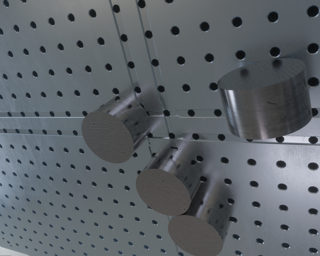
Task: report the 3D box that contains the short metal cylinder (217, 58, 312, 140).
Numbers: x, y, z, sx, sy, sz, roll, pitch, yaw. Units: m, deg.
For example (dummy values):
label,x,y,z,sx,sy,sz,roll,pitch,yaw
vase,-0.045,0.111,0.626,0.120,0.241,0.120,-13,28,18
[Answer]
label,x,y,z,sx,sy,sz,roll,pitch,yaw
short metal cylinder,0.102,-0.030,0.303,0.080,0.080,0.050,-5,116,30

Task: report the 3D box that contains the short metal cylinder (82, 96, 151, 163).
label,x,y,z,sx,sy,sz,roll,pitch,yaw
short metal cylinder,-0.060,0.002,0.428,0.080,0.050,0.079,13,124,21

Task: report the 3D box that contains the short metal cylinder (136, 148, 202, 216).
label,x,y,z,sx,sy,sz,roll,pitch,yaw
short metal cylinder,0.014,0.075,0.435,0.080,0.050,0.079,13,124,21

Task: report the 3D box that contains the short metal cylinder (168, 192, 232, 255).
label,x,y,z,sx,sy,sz,roll,pitch,yaw
short metal cylinder,0.058,0.140,0.451,0.080,0.050,0.079,13,124,21
